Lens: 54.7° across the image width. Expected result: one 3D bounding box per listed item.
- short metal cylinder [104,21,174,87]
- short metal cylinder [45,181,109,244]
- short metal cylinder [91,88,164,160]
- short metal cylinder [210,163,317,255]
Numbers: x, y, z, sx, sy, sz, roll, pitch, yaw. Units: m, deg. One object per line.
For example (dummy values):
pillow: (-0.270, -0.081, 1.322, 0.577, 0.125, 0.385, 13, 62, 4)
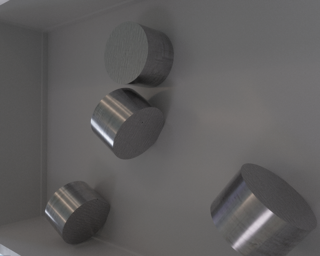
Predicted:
short metal cylinder: (-0.029, -0.096, 0.414, 0.080, 0.050, 0.080, 0, 90, 40)
short metal cylinder: (-0.126, 0.129, 0.475, 0.050, 0.081, 0.079, 32, 110, 35)
short metal cylinder: (-0.042, -0.006, 0.406, 0.050, 0.081, 0.079, 40, 114, 33)
short metal cylinder: (0.096, 0.079, 0.292, 0.080, 0.081, 0.050, 47, 118, 30)
